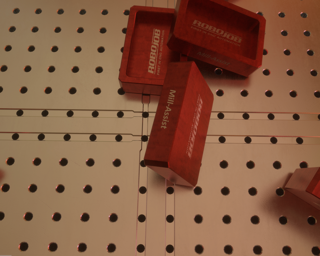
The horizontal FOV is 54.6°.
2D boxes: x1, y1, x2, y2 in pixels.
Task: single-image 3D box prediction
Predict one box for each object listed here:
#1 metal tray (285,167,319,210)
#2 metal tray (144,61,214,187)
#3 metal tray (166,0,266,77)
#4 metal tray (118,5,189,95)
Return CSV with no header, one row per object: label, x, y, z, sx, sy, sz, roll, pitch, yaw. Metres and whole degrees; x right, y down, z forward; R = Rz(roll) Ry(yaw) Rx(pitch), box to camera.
metal tray,0.214,0.092,0.342,0.130,0.090,0.030,32,87,11
metal tray,0.028,-0.003,0.376,0.030,0.090,0.130,3,68,28
metal tray,0.082,-0.135,0.438,0.131,0.030,0.090,17,68,-12
metal tray,-0.005,-0.113,0.450,0.090,0.030,0.130,5,70,2
